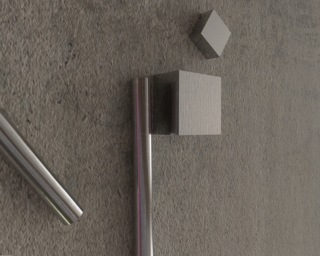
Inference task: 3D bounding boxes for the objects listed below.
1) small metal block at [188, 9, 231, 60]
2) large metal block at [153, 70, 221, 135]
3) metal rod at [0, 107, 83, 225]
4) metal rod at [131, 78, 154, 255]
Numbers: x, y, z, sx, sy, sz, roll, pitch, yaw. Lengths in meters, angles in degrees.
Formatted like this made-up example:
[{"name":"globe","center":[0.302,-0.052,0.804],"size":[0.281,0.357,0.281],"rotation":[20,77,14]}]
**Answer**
[{"name":"small metal block","center":[0.077,-0.142,0.471],"size":[0.050,0.025,0.050],"rotation":[41,65,-33]},{"name":"large metal block","center":[0.038,-0.031,0.422],"size":[0.081,0.050,0.079],"rotation":[0,90,-40]},{"name":"metal rod","center":[-0.162,-0.025,0.269],"size":[0.025,0.025,0.299],"rotation":[-45,117,-31]},{"name":"metal rod","center":[-0.022,0.088,0.388],"size":[0.025,0.025,0.298],"rotation":[-2,91,-40]}]
